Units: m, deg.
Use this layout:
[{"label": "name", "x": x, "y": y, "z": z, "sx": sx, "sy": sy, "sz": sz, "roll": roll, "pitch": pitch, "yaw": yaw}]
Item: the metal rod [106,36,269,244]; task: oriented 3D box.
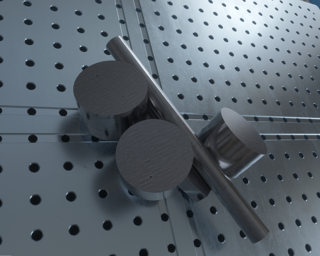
[{"label": "metal rod", "x": 0.027, "y": 0.006, "z": 0.382, "sx": 0.025, "sy": 0.025, "sz": 0.299, "roll": -29, "pitch": 77, "yaw": -37}]

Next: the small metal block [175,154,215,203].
[{"label": "small metal block", "x": 0.045, "y": 0.057, "z": 0.393, "sx": 0.050, "sy": 0.025, "sz": 0.050, "roll": 42, "pitch": 51, "yaw": 1}]

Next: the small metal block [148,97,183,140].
[{"label": "small metal block", "x": -0.005, "y": -0.011, "z": 0.408, "sx": 0.050, "sy": 0.025, "sz": 0.050, "roll": 40, "pitch": 51, "yaw": -1}]

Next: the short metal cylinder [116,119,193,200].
[{"label": "short metal cylinder", "x": -0.007, "y": 0.036, "z": 0.344, "sx": 0.081, "sy": 0.050, "sz": 0.080, "roll": 1, "pitch": 68, "yaw": -3}]

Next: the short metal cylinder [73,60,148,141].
[{"label": "short metal cylinder", "x": -0.055, "y": -0.032, "z": 0.360, "sx": 0.081, "sy": 0.050, "sz": 0.080, "roll": 2, "pitch": 56, "yaw": -2}]

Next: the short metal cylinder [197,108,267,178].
[{"label": "short metal cylinder", "x": 0.094, "y": 0.019, "z": 0.410, "sx": 0.080, "sy": 0.050, "sz": 0.080, "roll": 32, "pitch": 29, "yaw": -20}]
